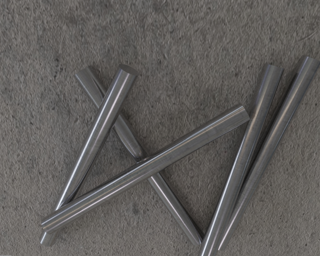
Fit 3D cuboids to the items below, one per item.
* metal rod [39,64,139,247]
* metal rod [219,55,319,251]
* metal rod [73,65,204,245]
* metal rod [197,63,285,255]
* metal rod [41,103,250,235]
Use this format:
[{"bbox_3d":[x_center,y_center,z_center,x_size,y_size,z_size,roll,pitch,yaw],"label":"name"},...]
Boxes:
[{"bbox_3d":[-0.103,0.052,0.410,0.025,0.025,0.298,26,115,-9],"label":"metal rod"},{"bbox_3d":[0.138,0.047,0.428,0.025,0.025,0.298,18,109,-7],"label":"metal rod"},{"bbox_3d":[-0.019,0.049,0.427,0.025,0.025,0.299,-29,108,10],"label":"metal rod"},{"bbox_3d":[0.104,0.062,0.422,0.025,0.025,0.298,14,106,-5],"label":"metal rod"},{"bbox_3d":[-0.023,0.056,0.401,0.301,0.025,0.025,-31,107,6],"label":"metal rod"}]
